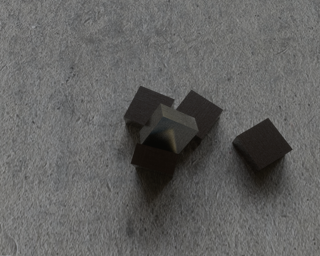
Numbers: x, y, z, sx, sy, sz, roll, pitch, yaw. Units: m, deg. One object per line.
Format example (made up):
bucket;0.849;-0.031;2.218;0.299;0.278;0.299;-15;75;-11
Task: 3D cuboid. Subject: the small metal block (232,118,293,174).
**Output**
small metal block;0.131;0.023;0.400;0.050;0.025;0.050;-29;73;-10

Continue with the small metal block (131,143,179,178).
small metal block;-0.005;0.041;0.378;0.050;0.050;0.025;15;78;5

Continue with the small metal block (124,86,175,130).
small metal block;-0.014;-0.022;0.416;0.050;0.025;0.050;23;71;8

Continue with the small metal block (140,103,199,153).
small metal block;0.010;0.004;0.378;0.050;0.050;0.025;22;34;-25

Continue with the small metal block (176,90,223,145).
small metal block;0.048;-0.014;0.414;0.050;0.025;0.050;35;73;11
